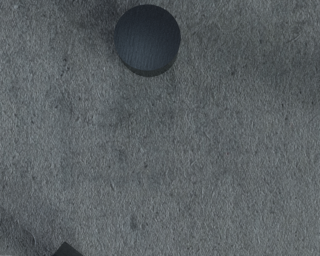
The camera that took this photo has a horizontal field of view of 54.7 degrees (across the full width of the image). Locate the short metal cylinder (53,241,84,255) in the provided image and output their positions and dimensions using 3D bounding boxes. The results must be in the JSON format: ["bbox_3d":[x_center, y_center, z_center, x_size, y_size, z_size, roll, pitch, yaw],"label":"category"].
[{"bbox_3d":[-0.126,0.189,0.382,0.050,0.080,0.080,39,90,0],"label":"short metal cylinder"}]

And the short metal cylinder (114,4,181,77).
[{"bbox_3d":[-0.015,-0.109,0.397,0.081,0.050,0.080,0,90,0],"label":"short metal cylinder"}]
